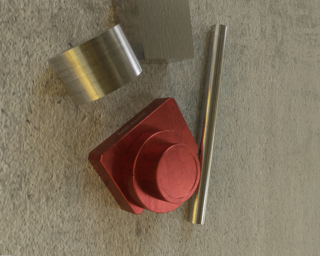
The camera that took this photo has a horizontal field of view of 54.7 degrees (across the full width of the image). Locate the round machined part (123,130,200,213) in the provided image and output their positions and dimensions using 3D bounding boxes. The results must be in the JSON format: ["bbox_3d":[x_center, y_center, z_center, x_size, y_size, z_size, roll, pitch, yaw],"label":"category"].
[{"bbox_3d":[0.009,0.051,0.364,0.099,0.042,0.097,0,90,-40],"label":"round machined part"}]

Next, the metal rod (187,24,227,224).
[{"bbox_3d":[0.072,-0.010,0.467,0.025,0.025,0.298,13,82,-40],"label":"metal rod"}]

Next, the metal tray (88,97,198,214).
[{"bbox_3d":[-0.014,0.031,0.392,0.131,0.030,0.090,-42,116,-32],"label":"metal tray"}]

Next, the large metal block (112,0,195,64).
[{"bbox_3d":[-0.007,-0.123,0.384,0.081,0.050,0.079,-12,98,-40],"label":"large metal block"}]

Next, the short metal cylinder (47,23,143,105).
[{"bbox_3d":[-0.065,-0.065,0.316,0.080,0.080,0.050,-41,116,-32],"label":"short metal cylinder"}]
